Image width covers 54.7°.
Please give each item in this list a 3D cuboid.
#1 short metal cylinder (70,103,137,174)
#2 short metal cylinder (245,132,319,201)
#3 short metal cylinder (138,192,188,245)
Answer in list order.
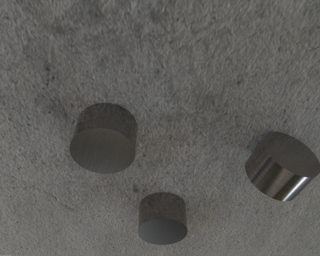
[{"bbox_3d":[-0.071,0.014,0.402,0.081,0.050,0.079,0,130,0],"label":"short metal cylinder"},{"bbox_3d":[0.163,0.051,0.417,0.081,0.080,0.050,14,129,-12],"label":"short metal cylinder"},{"bbox_3d":[0.004,0.153,0.522,0.081,0.050,0.079,0,130,0],"label":"short metal cylinder"}]
